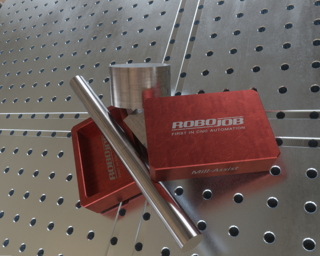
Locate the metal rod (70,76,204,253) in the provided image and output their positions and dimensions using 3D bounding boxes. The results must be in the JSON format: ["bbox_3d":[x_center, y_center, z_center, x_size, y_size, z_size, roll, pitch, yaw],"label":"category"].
[{"bbox_3d":[-0.048,0.019,0.378,0.025,0.025,0.300,-41,51,0],"label":"metal rod"}]

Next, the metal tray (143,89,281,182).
[{"bbox_3d":[0.051,0.006,0.337,0.131,0.030,0.090,-5,56,-4],"label":"metal tray"}]

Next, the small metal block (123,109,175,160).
[{"bbox_3d":[-0.013,0.008,0.388,0.025,0.050,0.050,-42,51,0],"label":"small metal block"}]

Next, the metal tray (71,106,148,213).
[{"bbox_3d":[-0.067,0.035,0.414,0.090,0.030,0.130,-28,52,10],"label":"metal tray"}]

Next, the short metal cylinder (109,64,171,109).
[{"bbox_3d":[-0.026,-0.058,0.409,0.080,0.081,0.050,9,108,32],"label":"short metal cylinder"}]
